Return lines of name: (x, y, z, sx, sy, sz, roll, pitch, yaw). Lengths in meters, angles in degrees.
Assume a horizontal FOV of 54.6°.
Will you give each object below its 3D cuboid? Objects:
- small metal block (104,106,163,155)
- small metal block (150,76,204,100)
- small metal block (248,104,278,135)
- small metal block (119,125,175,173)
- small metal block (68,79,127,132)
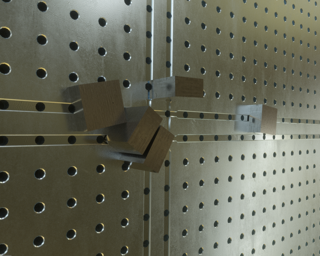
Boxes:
small metal block: (-0.032, 0.002, 0.365, 0.025, 0.050, 0.050, 44, 64, -31)
small metal block: (0.022, -0.051, 0.410, 0.050, 0.050, 0.025, -2, 91, -40)
small metal block: (0.188, -0.014, 0.565, 0.050, 0.025, 0.050, 9, 85, -40)
small metal block: (-0.016, 0.024, 0.378, 0.025, 0.050, 0.050, 38, 67, -33)
small metal block: (-0.070, -0.026, 0.350, 0.050, 0.025, 0.050, -16, 100, -39)
